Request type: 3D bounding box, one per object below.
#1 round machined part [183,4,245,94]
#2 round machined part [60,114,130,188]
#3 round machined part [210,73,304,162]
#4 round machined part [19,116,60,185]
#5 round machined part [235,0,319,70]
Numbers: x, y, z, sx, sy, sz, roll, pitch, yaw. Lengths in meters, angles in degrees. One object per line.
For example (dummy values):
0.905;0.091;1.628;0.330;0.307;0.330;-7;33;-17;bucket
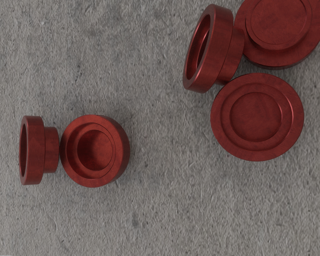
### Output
0.062;-0.086;0.355;0.042;0.098;0.097;14;95;-10;round machined part
-0.085;0.030;0.430;0.098;0.042;0.097;0;90;20;round machined part
0.110;-0.013;0.358;0.098;0.042;0.097;1;94;17;round machined part
-0.173;0.032;0.444;0.098;0.042;0.097;-5;84;59;round machined part
0.134;-0.118;0.353;0.098;0.042;0.097;0;90;20;round machined part
